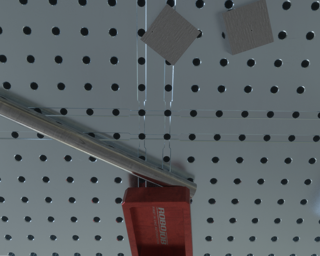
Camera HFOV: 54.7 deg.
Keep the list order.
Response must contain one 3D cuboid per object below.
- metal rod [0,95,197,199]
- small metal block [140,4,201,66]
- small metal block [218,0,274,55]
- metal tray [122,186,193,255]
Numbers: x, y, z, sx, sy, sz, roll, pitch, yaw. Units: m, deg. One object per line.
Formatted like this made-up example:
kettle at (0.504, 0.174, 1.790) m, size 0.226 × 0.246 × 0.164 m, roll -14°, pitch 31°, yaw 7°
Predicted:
metal rod at (-0.087, 0.028, 0.422) m, size 0.301 × 0.025 × 0.025 m, roll 25°, pitch 108°, yaw -10°
small metal block at (0.012, -0.112, 0.372) m, size 0.050 × 0.025 × 0.050 m, roll 37°, pitch 106°, yaw -13°
small metal block at (0.103, -0.121, 0.370) m, size 0.050 × 0.025 × 0.050 m, roll -18°, pitch 109°, yaw 6°
metal tray at (0.000, 0.145, 0.448) m, size 0.090 × 0.030 × 0.129 m, roll -2°, pitch 119°, yaw 6°
